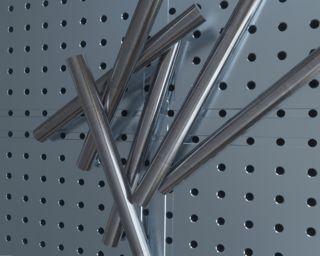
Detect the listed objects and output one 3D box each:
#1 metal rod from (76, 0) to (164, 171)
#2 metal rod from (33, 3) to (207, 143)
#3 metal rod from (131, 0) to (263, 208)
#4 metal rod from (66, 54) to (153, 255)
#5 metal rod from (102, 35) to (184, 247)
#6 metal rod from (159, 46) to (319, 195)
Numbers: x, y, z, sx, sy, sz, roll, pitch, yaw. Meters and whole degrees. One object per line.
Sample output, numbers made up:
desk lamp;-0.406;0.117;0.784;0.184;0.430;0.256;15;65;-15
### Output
metal rod;-0.049;-0.064;0.386;0.025;0.025;0.298;36;118;16
metal rod;-0.069;-0.062;0.420;0.299;0.025;0.025;-32;80;23
metal rod;0.046;-0.037;0.383;0.025;0.025;0.299;30;95;17
metal rod;-0.058;0.055;0.397;0.025;0.025;0.299;-14;99;19
metal rod;-0.025;0.020;0.421;0.025;0.025;0.298;20;97;19
metal rod;0.110;-0.016;0.373;0.299;0.025;0.025;-41;77;15
